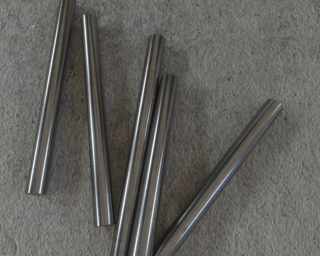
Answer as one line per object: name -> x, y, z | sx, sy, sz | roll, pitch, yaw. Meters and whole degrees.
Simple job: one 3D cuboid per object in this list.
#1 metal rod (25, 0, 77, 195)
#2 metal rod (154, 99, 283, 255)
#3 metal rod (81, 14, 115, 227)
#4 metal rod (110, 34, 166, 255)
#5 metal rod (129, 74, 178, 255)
metal rod -> -0.146, -0.060, 0.428 | 0.025, 0.025, 0.299 | 2, 70, 0
metal rod -> 0.060, 0.078, 0.379 | 0.025, 0.025, 0.301 | 38, 74, 12
metal rod -> -0.086, -0.024, 0.416 | 0.025, 0.025, 0.299 | -8, 70, -3
metal rod -> -0.025, 0.009, 0.404 | 0.025, 0.025, 0.299 | 7, 70, 3
metal rod -> -0.009, 0.065, 0.368 | 0.025, 0.025, 0.299 | 8, 64, 3
